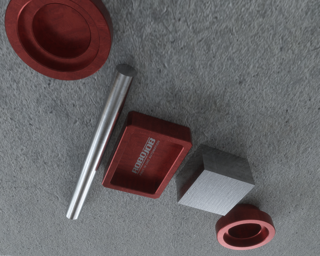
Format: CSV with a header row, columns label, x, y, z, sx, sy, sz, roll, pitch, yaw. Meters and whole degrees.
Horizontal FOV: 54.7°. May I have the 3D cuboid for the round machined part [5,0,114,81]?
label,x,y,z,sx,sy,sz,roll,pitch,yaw
round machined part,-0.096,-0.100,0.310,0.099,0.042,0.097,0,130,0

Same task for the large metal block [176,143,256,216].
label,x,y,z,sx,sy,sz,roll,pitch,yaw
large metal block,0.079,0.078,0.458,0.080,0.050,0.079,19,128,-16

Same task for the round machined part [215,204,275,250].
label,x,y,z,sx,sy,sz,roll,pitch,yaw
round machined part,0.146,0.169,0.542,0.099,0.042,0.097,0,130,0

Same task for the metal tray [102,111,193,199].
label,x,y,z,sx,sy,sz,roll,pitch,yaw
metal tray,-0.021,0.044,0.440,0.091,0.030,0.129,17,128,-14

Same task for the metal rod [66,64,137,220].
label,x,y,z,sx,sy,sz,roll,pitch,yaw
metal rod,-0.093,0.040,0.440,0.025,0.025,0.298,17,128,-14
